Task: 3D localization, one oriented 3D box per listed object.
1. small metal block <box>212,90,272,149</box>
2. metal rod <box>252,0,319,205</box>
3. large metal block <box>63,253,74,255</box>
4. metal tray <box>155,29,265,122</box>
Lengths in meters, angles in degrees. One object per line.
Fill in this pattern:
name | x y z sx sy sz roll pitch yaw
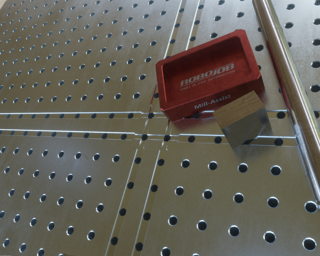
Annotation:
small metal block | 0.093 -0.008 0.348 0.050 0.050 0.025 -28 52 10
metal rod | 0.151 -0.059 0.364 0.025 0.025 0.299 -16 55 19
large metal block | -0.081 0.190 0.318 0.080 0.050 0.080 19 72 35
metal tray | 0.062 -0.070 0.415 0.130 0.030 0.090 -18 55 17
